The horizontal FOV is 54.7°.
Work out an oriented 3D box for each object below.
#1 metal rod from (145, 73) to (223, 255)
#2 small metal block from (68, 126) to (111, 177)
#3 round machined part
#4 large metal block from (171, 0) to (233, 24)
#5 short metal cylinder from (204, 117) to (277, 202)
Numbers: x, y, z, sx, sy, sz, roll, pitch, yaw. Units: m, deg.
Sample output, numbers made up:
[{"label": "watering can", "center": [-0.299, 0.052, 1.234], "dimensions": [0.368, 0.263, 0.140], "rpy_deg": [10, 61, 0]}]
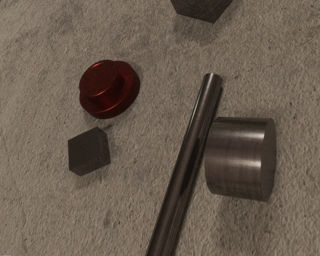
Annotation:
[{"label": "metal rod", "center": [0.022, 0.067, 0.350], "dimensions": [0.025, 0.025, 0.300], "rpy_deg": [7, 65, 31]}, {"label": "small metal block", "center": [-0.100, 0.033, 0.434], "dimensions": [0.050, 0.025, 0.050], "rpy_deg": [-24, 53, 13]}, {"label": "round machined part", "center": [-0.084, -0.066, 0.475], "dimensions": [0.098, 0.042, 0.098], "rpy_deg": [-13, 56, 20]}, {"label": "large metal block", "center": [0.070, -0.219, 0.484], "dimensions": [0.080, 0.050, 0.080], "rpy_deg": [31, 79, 37]}, {"label": "short metal cylinder", "center": [0.082, 0.029, 0.307], "dimensions": [0.050, 0.080, 0.080], "rpy_deg": [3, 63, 29]}]
